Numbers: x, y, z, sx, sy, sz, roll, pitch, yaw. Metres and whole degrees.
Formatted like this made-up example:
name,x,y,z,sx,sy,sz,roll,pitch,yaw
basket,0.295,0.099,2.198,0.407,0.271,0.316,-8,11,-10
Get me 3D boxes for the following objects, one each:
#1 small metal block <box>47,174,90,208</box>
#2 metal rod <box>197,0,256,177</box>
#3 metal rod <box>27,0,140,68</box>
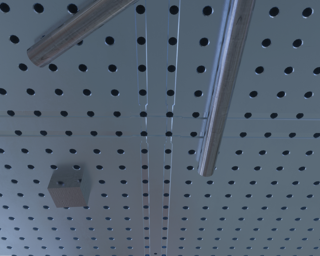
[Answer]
name,x,y,z,sx,sy,sz,roll,pitch,yaw
small metal block,-0.145,0.102,0.497,0.050,0.025,0.050,-3,130,2
metal rod,0.076,-0.049,0.370,0.025,0.025,0.298,2,130,-2
metal rod,-0.012,-0.141,0.290,0.300,0.025,0.025,-27,125,21
